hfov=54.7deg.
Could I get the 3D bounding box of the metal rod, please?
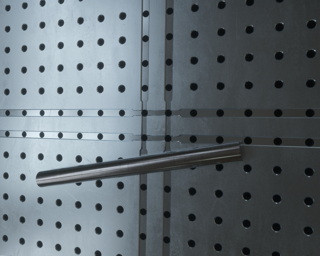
[{"bbox_3d":[-0.041,0.053,0.426,0.301,0.025,0.025,-10,87,19],"label":"metal rod"}]
